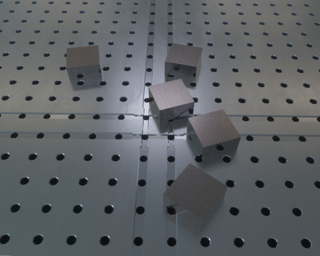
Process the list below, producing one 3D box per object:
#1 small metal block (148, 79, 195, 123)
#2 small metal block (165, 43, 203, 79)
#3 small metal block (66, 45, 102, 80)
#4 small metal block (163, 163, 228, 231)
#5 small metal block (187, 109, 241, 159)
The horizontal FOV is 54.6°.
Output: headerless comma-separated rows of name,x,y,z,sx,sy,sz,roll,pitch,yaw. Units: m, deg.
small metal block,0.015,-0.040,0.441,0.050,0.025,0.050,-15,52,-12
small metal block,0.038,-0.108,0.499,0.050,0.025,0.050,12,51,10
small metal block,-0.121,-0.105,0.496,0.050,0.025,0.050,-8,50,-6
small metal block,0.039,0.075,0.345,0.050,0.025,0.050,31,56,23
small metal block,0.068,0.007,0.402,0.050,0.025,0.050,-14,52,-12
